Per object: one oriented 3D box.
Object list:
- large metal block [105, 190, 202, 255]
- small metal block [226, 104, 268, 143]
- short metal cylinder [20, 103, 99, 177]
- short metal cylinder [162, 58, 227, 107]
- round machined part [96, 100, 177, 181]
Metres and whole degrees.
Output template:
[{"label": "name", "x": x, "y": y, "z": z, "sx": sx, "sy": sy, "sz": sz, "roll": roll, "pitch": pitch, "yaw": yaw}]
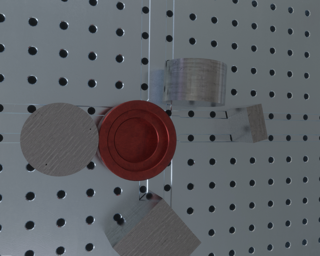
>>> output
[{"label": "large metal block", "x": -0.009, "y": 0.141, "z": 0.396, "sx": 0.080, "sy": 0.050, "sz": 0.080, "roll": -42, "pitch": 104, "yaw": -15}, {"label": "small metal block", "x": 0.124, "y": -0.007, "z": 0.445, "sx": 0.025, "sy": 0.050, "sz": 0.050, "roll": -14, "pitch": 95, "yaw": -20}, {"label": "short metal cylinder", "x": -0.115, "y": 0.012, "z": 0.357, "sx": 0.081, "sy": 0.050, "sz": 0.079, "roll": 0, "pitch": 90, "yaw": -20}, {"label": "short metal cylinder", "x": 0.044, "y": -0.056, "z": 0.400, "sx": 0.081, "sy": 0.080, "sz": 0.050, "roll": 4, "pitch": 89, "yaw": -20}, {"label": "round machined part", "x": -0.032, "y": 0.015, "z": 0.391, "sx": 0.099, "sy": 0.042, "sz": 0.097, "roll": 0, "pitch": 90, "yaw": -21}]
